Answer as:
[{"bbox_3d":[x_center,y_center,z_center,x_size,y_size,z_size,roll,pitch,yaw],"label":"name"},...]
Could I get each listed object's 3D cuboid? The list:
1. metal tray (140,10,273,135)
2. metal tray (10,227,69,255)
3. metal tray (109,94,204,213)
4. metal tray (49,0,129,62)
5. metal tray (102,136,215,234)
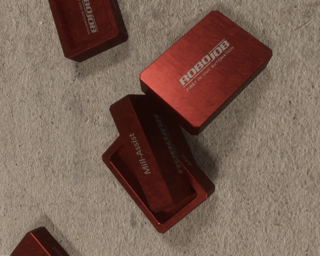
[{"bbox_3d":[0.052,-0.066,0.358,0.090,0.030,0.130,43,76,14],"label":"metal tray"},{"bbox_3d":[-0.170,0.227,0.464,0.130,0.030,0.090,42,103,15],"label":"metal tray"},{"bbox_3d":[0.000,0.024,0.371,0.030,0.090,0.129,-28,81,28],"label":"metal tray"},{"bbox_3d":[-0.107,-0.171,0.442,0.090,0.030,0.129,-19,84,18],"label":"metal tray"},{"bbox_3d":[-0.005,0.057,0.397,0.130,0.030,0.090,49,117,13],"label":"metal tray"}]
